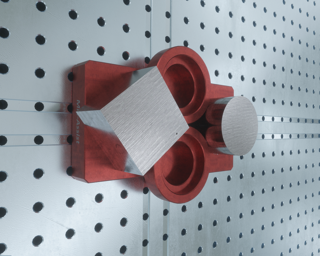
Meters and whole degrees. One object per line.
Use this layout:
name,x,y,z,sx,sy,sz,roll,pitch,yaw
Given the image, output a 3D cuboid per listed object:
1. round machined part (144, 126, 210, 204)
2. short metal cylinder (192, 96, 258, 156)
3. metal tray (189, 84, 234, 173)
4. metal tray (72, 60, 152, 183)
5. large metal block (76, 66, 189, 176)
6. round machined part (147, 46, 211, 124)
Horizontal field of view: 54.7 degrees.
round machined part,0.017,0.045,0.400,0.099,0.042,0.097,0,90,-40
short metal cylinder,0.091,-0.003,0.429,0.081,0.050,0.079,0,90,-40
metal tray,0.070,0.000,0.462,0.091,0.030,0.129,1,90,-40
metal tray,-0.053,-0.007,0.361,0.091,0.030,0.129,1,90,-41
large metal block,-0.026,-0.008,0.331,0.080,0.050,0.080,-44,117,-31
round machined part,0.018,-0.053,0.401,0.099,0.042,0.097,0,90,-40
